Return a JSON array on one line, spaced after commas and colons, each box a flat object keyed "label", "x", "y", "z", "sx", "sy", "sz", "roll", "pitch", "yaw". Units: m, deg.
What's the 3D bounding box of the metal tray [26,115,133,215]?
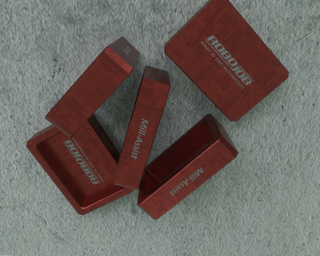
[{"label": "metal tray", "x": -0.104, "y": 0.048, "z": 0.424, "sx": 0.090, "sy": 0.030, "sz": 0.130, "roll": -27, "pitch": 108, "yaw": 9}]

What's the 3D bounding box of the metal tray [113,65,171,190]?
[{"label": "metal tray", "x": -0.022, "y": -0.003, "z": 0.374, "sx": 0.030, "sy": 0.090, "sz": 0.129, "roll": 16, "pitch": 109, "yaw": -6}]

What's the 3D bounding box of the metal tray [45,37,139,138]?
[{"label": "metal tray", "x": -0.066, "y": -0.051, "z": 0.335, "sx": 0.030, "sy": 0.130, "sz": 0.090, "roll": 42, "pitch": 104, "yaw": -14}]

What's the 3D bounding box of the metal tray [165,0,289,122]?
[{"label": "metal tray", "x": 0.080, "y": -0.082, "z": 0.379, "sx": 0.090, "sy": 0.030, "sz": 0.130, "roll": -43, "pitch": 105, "yaw": 13}]

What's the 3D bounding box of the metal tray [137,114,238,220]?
[{"label": "metal tray", "x": 0.030, "y": 0.046, "z": 0.393, "sx": 0.130, "sy": 0.090, "sz": 0.030, "roll": -41, "pitch": 105, "yaw": 13}]
